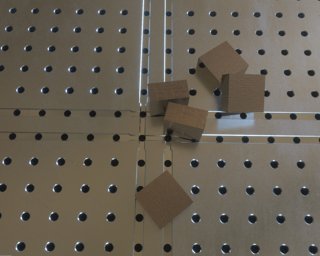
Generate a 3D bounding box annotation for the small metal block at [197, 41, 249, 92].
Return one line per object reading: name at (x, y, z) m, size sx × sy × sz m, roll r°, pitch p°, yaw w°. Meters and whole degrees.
small metal block at (0.089, -0.089, 0.446) m, size 0.050 × 0.025 × 0.050 m, roll -33°, pitch 74°, yaw -12°

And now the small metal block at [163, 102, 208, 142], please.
small metal block at (0.032, -0.007, 0.401) m, size 0.050 × 0.050 × 0.025 m, roll 14°, pitch 71°, yaw 4°

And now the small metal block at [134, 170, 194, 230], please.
small metal block at (0.005, 0.088, 0.380) m, size 0.050 × 0.025 × 0.050 m, roll -37°, pitch 74°, yaw -13°

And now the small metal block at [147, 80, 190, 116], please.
small metal block at (0.011, -0.039, 0.413) m, size 0.050 × 0.050 × 0.025 m, roll -6°, pitch 70°, yaw -3°

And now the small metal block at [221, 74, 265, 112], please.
small metal block at (0.111, -0.046, 0.416) m, size 0.050 × 0.025 × 0.050 m, roll 0°, pitch 96°, yaw -11°
